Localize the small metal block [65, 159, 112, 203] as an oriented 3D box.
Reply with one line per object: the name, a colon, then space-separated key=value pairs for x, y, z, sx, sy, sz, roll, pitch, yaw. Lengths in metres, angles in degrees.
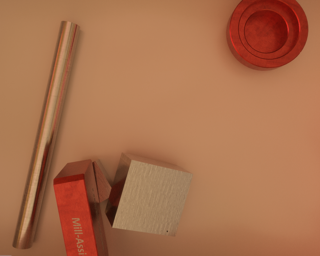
small metal block: x=-0.092 y=0.076 z=0.410 sx=0.050 sy=0.025 sz=0.050 roll=-31 pitch=90 yaw=0

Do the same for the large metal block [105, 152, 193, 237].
large metal block: x=-0.015 y=0.082 z=0.387 sx=0.081 sy=0.050 sz=0.080 roll=16 pitch=90 yaw=-21

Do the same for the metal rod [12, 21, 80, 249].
metal rod: x=-0.150 y=0.009 z=0.409 sx=0.025 sy=0.025 sz=0.298 roll=12 pitch=90 yaw=-1

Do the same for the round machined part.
round machined part: x=0.135 y=-0.123 z=0.405 sx=0.099 sy=0.042 sz=0.097 roll=0 pitch=90 yaw=-1

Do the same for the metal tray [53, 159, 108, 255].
metal tray: x=-0.086 y=0.108 z=0.352 sx=0.030 sy=0.090 sz=0.129 roll=-10 pitch=96 yaw=-7
